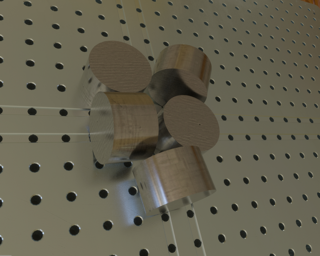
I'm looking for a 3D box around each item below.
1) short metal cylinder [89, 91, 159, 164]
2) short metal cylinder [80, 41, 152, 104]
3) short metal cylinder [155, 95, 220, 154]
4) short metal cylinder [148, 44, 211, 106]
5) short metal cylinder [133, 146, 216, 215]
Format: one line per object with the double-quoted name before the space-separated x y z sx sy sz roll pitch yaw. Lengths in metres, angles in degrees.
"short metal cylinder" -0.043 -0.001 0.351 0.050 0.080 0.080 -2 63 -30
"short metal cylinder" -0.057 -0.065 0.400 0.081 0.050 0.080 13 57 -20
"short metal cylinder" 0.030 0.004 0.405 0.081 0.050 0.080 14 56 -21
"short metal cylinder" 0.028 -0.068 0.429 0.080 0.080 0.050 25 52 -13
"short metal cylinder" 0.015 0.059 0.344 0.081 0.080 0.050 -7 66 -31
